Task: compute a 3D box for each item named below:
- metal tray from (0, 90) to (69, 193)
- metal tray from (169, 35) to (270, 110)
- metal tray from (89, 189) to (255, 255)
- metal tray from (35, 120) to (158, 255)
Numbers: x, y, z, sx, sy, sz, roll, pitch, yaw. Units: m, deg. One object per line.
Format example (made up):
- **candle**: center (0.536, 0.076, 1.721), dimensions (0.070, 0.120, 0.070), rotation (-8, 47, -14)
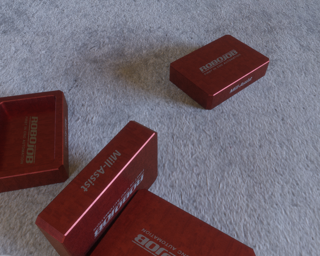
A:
- **metal tray**: center (-0.164, 0.012, 0.387), dimensions (0.091, 0.030, 0.130), rotation (-8, 51, -8)
- **metal tray**: center (0.091, -0.090, 0.477), dimensions (0.131, 0.030, 0.090), rotation (-32, 57, -24)
- **metal tray**: center (0.012, 0.127, 0.294), dimensions (0.130, 0.030, 0.090), rotation (25, 54, 19)
- **metal tray**: center (-0.051, 0.065, 0.305), dimensions (0.030, 0.089, 0.131), rotation (27, 55, 21)
